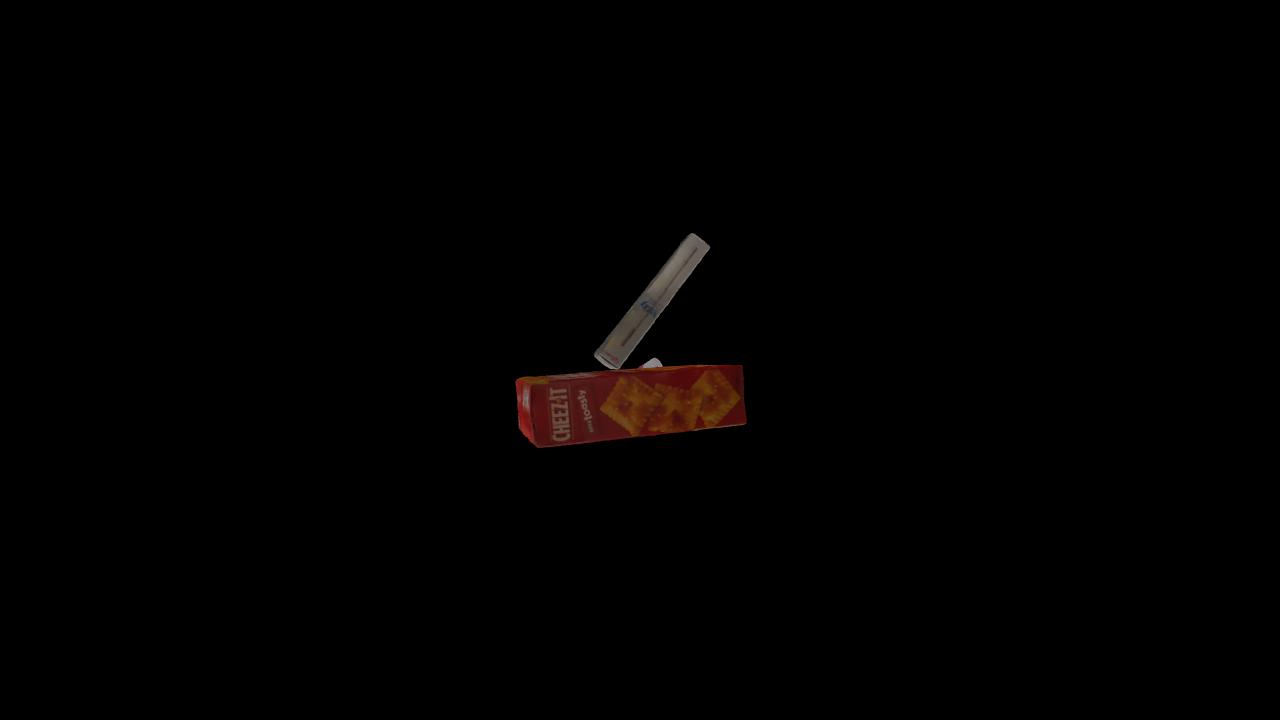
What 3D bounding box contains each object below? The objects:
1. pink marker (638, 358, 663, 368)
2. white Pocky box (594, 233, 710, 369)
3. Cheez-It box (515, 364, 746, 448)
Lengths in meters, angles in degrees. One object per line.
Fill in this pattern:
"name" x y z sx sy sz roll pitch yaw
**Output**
"pink marker" -0.025 0.034 0.720 0.121 0.020 0.020 -32 -15 26
"white Pocky box" 0.010 -0.058 0.636 0.028 0.154 0.084 38 -5 -5
"Cheez-It box" -0.018 0.045 0.678 0.223 0.071 0.166 -4 0 -16
